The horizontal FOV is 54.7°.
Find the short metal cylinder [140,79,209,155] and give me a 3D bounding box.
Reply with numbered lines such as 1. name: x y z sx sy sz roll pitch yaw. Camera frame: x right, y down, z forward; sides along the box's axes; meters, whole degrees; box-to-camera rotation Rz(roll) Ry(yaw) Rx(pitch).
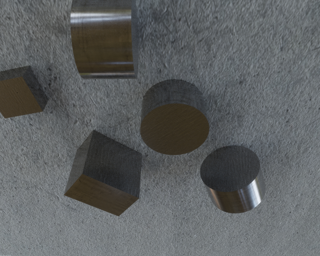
1. short metal cylinder: 0.017 -0.012 0.380 0.081 0.050 0.079 0 130 0

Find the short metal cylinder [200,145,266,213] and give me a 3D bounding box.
1. short metal cylinder: 0.102 0.071 0.432 0.080 0.080 0.050 -16 128 13

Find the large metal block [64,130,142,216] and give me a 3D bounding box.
1. large metal block: -0.074 0.061 0.422 0.080 0.080 0.050 29 124 -23

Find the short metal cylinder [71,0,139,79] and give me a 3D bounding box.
1. short metal cylinder: -0.049 -0.087 0.296 0.050 0.080 0.079 -1 130 0

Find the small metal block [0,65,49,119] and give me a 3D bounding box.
1. small metal block: -0.171 -0.042 0.369 0.050 0.025 0.050 -10 130 8
